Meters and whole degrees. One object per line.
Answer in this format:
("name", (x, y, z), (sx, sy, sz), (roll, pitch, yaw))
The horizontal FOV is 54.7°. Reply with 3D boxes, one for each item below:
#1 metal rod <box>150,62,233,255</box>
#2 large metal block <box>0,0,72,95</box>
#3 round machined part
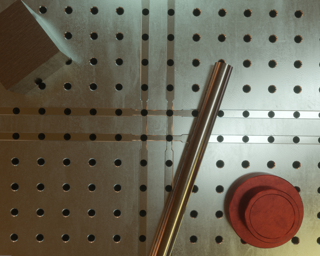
("metal rod", (0.038, 0.058, 0.413), (0.025, 0.025, 0.298), (19, 90, 0))
("large metal block", (-0.177, -0.101, 0.399), (0.080, 0.050, 0.080), (-37, 90, 0))
("round machined part", (0.140, 0.110, 0.406), (0.099, 0.042, 0.097), (0, 90, 0))
